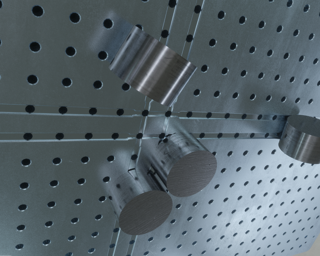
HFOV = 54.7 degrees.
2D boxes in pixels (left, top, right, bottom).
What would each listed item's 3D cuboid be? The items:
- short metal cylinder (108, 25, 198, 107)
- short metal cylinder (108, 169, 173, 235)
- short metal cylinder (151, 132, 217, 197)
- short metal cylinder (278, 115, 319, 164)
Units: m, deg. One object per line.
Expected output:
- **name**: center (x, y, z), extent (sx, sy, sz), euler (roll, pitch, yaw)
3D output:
- **short metal cylinder**: center (-0.007, -0.066, 0.332), extent (0.080, 0.080, 0.050), euler (25, 105, -37)
- **short metal cylinder**: center (-0.029, 0.106, 0.446), extent (0.081, 0.050, 0.079), euler (-14, 124, -21)
- **short metal cylinder**: center (0.035, 0.053, 0.449), extent (0.081, 0.050, 0.079), euler (-14, 125, -21)
- **short metal cylinder**: center (0.250, 0.018, 0.527), extent (0.081, 0.080, 0.050), euler (-7, 122, -25)
